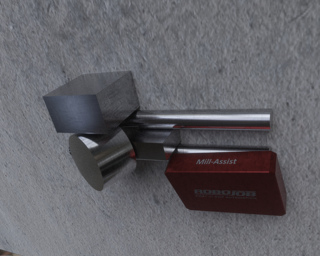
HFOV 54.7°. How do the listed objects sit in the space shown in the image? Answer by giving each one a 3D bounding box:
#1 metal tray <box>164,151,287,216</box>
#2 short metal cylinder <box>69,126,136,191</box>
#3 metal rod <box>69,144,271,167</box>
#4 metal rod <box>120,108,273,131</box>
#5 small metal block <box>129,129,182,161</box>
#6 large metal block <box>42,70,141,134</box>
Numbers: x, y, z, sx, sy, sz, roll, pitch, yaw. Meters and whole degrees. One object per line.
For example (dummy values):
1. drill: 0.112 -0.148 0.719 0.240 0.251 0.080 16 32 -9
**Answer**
1. metal tray: 0.082 0.070 0.386 0.130 0.030 0.090 -4 134 28
2. short metal cylinder: -0.076 0.035 0.406 0.080 0.050 0.079 34 139 36
3. metal rod: -0.005 0.033 0.430 0.300 0.025 0.025 0 119 27
4. metal rod: -0.012 -0.011 0.407 0.301 0.025 0.025 1 119 27
5. small metal block: -0.006 0.017 0.404 0.050 0.050 0.025 1 119 27
6. large metal block: -0.083 -0.034 0.394 0.080 0.080 0.050 1 119 27
